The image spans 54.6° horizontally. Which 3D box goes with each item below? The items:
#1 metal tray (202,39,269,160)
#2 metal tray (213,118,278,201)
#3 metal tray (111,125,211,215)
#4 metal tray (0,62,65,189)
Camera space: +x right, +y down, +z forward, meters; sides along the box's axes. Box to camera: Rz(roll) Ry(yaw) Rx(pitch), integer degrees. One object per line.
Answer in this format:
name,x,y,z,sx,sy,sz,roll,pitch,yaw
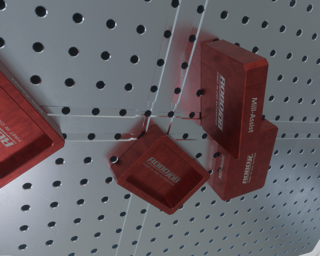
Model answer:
metal tray,0.089,-0.036,0.394,0.030,0.090,0.129,-18,126,-18
metal tray,0.140,0.054,0.517,0.091,0.030,0.129,-13,124,-21
metal tray,0.005,0.065,0.450,0.090,0.030,0.130,-45,129,3
metal tray,-0.171,-0.007,0.309,0.090,0.030,0.130,-35,129,-6
